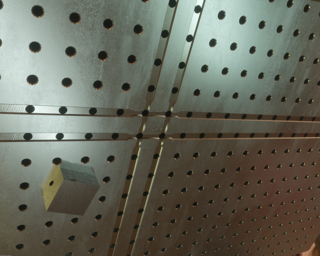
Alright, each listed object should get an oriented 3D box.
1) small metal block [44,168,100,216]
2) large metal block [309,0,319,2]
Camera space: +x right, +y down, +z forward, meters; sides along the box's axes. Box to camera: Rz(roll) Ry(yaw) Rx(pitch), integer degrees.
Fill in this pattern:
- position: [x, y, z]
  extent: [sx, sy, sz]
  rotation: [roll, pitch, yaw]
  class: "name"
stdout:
- position: [-0.114, 0.083, 0.402]
  extent: [0.050, 0.025, 0.050]
  rotation: [21, 107, -36]
  class: "small metal block"
- position: [0.255, -0.209, 0.408]
  extent: [0.081, 0.050, 0.079]
  rotation: [-13, 124, -22]
  class: "large metal block"
